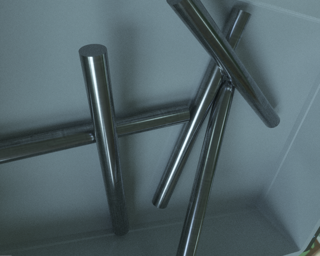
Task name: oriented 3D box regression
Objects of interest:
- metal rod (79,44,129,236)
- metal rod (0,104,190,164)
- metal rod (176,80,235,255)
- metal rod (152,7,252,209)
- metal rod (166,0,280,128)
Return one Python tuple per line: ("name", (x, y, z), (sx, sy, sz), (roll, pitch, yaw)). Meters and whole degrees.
("metal rod", (-0.060, 0.042, 0.375), (0.025, 0.025, 0.298), (-18, 134, -19))
("metal rod", (-0.103, 0.011, 0.360), (0.303, 0.025, 0.025), (-13, 124, -22))
("metal rod", (0.056, 0.082, 0.414), (0.025, 0.025, 0.298), (17, 85, -35))
("metal rod", (0.050, -0.012, 0.429), (0.025, 0.025, 0.298), (7, 115, -32))
("metal rod", (0.100, -0.067, 0.393), (0.025, 0.025, 0.301), (-49, 139, 6))
